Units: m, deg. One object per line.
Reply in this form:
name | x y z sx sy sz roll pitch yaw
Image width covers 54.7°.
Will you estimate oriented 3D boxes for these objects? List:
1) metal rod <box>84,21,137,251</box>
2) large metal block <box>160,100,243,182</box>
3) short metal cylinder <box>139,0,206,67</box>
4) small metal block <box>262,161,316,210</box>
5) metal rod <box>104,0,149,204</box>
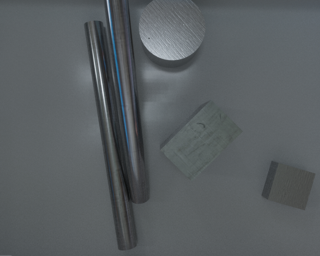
metal rod | -0.066 0.010 0.410 0.025 0.025 0.298 -9 90 0
large metal block | 0.046 0.014 0.385 0.080 0.080 0.050 -45 91 0
short metal cylinder | 0.015 -0.122 0.399 0.081 0.050 0.079 0 90 -1
small metal block | 0.171 0.076 0.414 0.050 0.025 0.050 16 90 -1
metal rod | -0.038 -0.043 0.353 0.025 0.025 0.298 -5 114 0
